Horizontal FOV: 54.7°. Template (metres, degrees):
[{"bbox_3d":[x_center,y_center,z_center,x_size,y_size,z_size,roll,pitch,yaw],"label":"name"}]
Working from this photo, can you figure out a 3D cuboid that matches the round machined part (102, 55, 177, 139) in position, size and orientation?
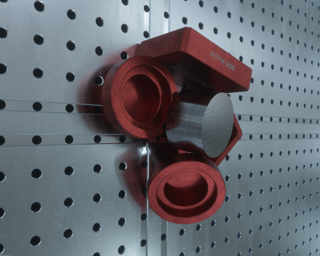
[{"bbox_3d":[-0.028,-0.036,0.377,0.099,0.042,0.097,0,90,-40],"label":"round machined part"}]

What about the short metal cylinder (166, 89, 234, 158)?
[{"bbox_3d":[0.052,-0.007,0.390,0.081,0.050,0.079,-17,112,-49],"label":"short metal cylinder"}]

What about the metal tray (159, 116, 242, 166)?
[{"bbox_3d":[0.066,0.013,0.463,0.131,0.030,0.090,-44,117,-31],"label":"metal tray"}]

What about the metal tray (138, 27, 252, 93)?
[{"bbox_3d":[0.047,-0.081,0.408,0.131,0.090,0.030,19,78,-39],"label":"metal tray"}]

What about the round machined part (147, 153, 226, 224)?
[{"bbox_3d":[0.033,0.074,0.405,0.099,0.042,0.097,-1,115,-2],"label":"round machined part"}]
